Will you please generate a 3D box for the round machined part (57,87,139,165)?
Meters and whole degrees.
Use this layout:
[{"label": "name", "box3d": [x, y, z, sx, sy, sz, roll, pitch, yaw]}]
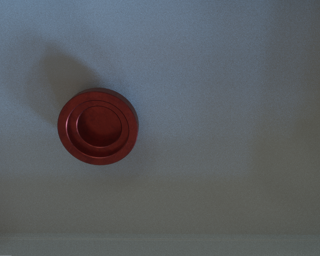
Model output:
[{"label": "round machined part", "box3d": [-0.077, -0.005, 0.399, 0.099, 0.042, 0.097, 0, 110, -1]}]
